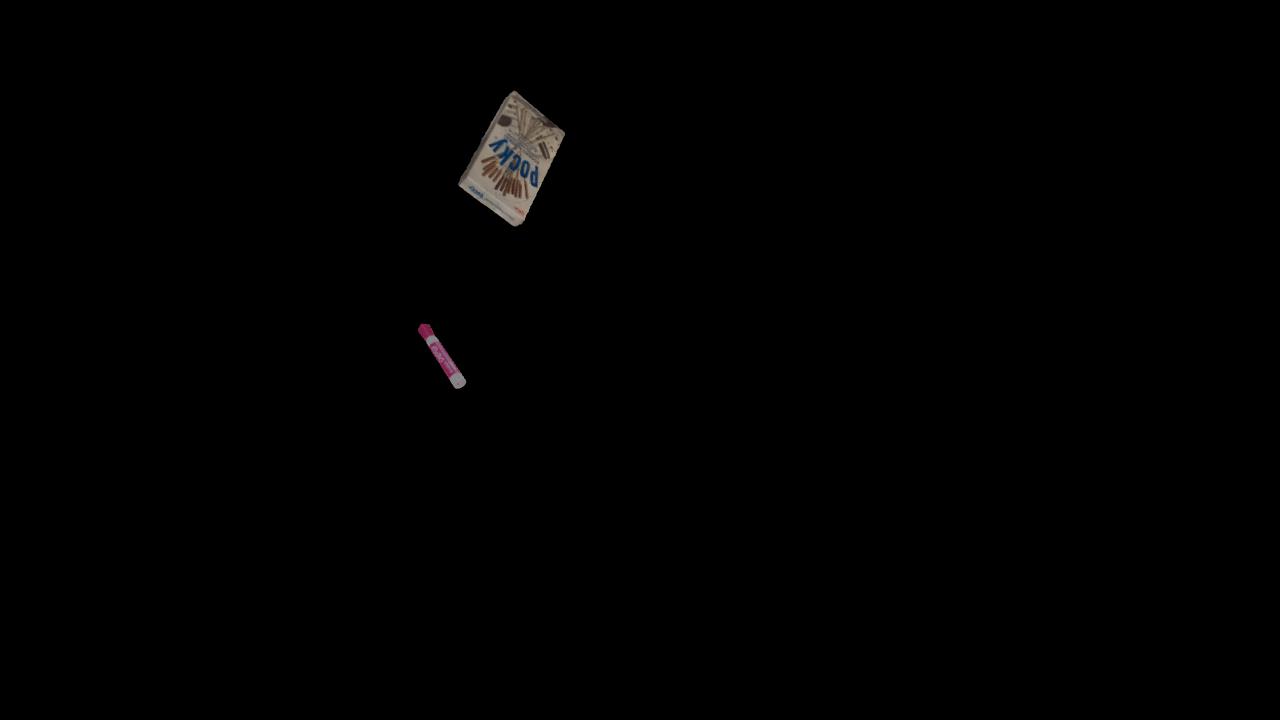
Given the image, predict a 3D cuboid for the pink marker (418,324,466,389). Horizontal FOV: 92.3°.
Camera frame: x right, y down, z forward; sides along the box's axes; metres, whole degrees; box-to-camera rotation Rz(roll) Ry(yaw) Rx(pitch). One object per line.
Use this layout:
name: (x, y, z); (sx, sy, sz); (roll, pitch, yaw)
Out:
pink marker: (-0.288, -0.008, 0.890); (0.020, 0.121, 0.020); (-33, -24, -16)

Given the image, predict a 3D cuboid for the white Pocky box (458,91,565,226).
white Pocky box: (-0.153, -0.246, 0.749); (0.084, 0.154, 0.028); (34, -32, -29)
